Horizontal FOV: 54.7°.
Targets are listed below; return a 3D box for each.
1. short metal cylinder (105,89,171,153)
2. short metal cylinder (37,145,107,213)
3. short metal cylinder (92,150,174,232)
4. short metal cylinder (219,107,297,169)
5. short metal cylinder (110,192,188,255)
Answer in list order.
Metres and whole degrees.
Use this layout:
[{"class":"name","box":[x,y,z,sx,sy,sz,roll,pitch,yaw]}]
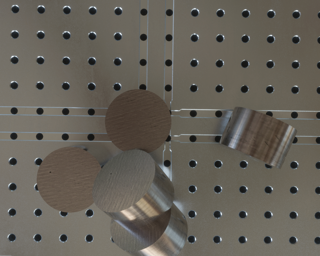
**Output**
[{"class":"short metal cylinder","box":[-0.026,-0.008,0.401,0.081,0.050,0.079,0,90,-1]},{"class":"short metal cylinder","box":[-0.109,0.062,0.400,0.081,0.050,0.079,0,90,-1]},{"class":"short metal cylinder","box":[-0.030,0.072,0.360,0.080,0.080,0.050,-35,130,0]},{"class":"short metal cylinder","box":[0.121,0.012,0.388,0.080,0.080,0.050,24,90,-1]},{"class":"short metal cylinder","box":[-0.013,0.120,0.379,0.080,0.080,0.050,-35,131,0]}]
